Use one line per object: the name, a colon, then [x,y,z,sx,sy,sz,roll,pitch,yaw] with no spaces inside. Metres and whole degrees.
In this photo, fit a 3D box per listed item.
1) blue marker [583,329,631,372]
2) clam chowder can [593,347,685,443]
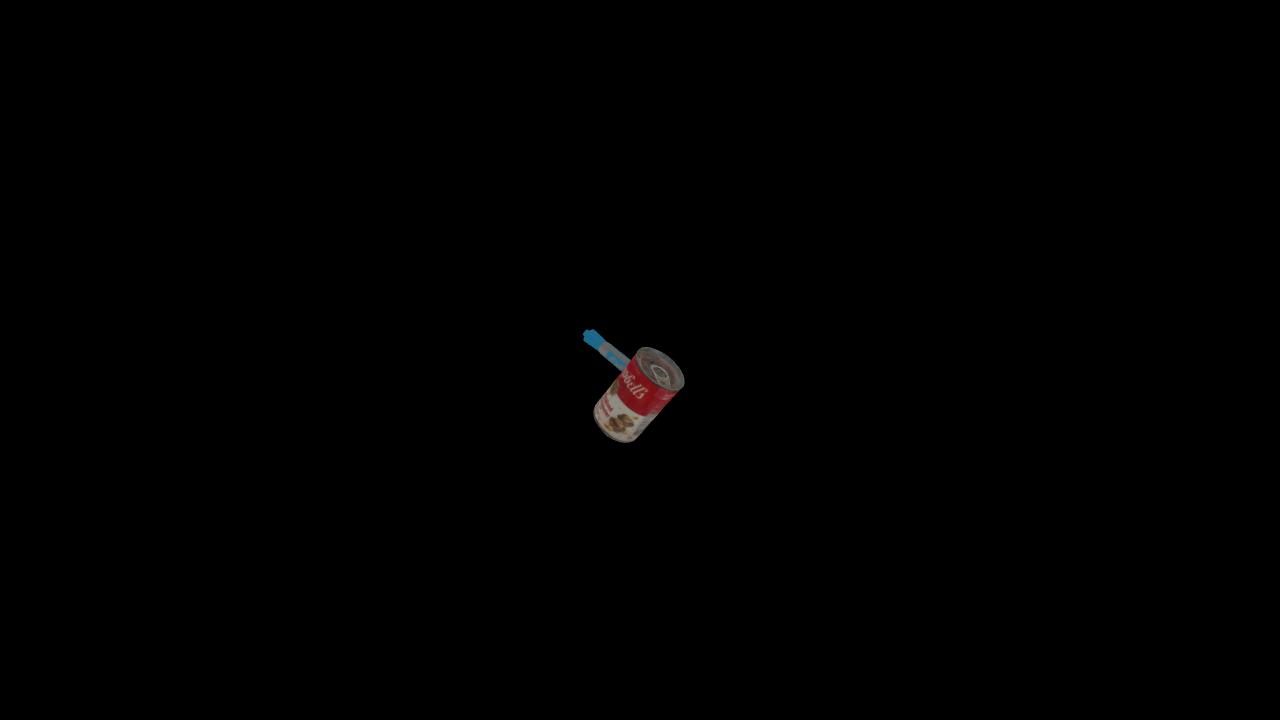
blue marker: [-0.022,0.003,0.735,0.121,0.020,0.020,39,12,15]
clam chowder can: [-0.003,0.043,0.735,0.068,0.068,0.102,0,-43,-47]
